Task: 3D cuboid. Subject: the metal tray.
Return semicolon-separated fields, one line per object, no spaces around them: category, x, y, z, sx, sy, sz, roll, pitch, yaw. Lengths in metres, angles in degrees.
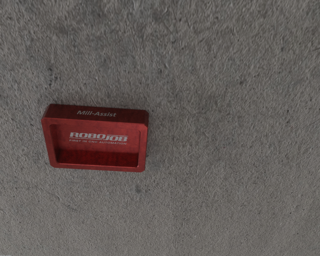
metal tray;-0.083;0.016;0.416;0.131;0.030;0.089;4;130;-3
